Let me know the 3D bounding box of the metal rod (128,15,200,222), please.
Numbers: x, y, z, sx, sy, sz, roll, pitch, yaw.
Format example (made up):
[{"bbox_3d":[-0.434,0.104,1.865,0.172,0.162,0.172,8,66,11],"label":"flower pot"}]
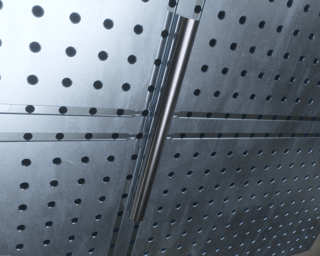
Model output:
[{"bbox_3d":[-0.001,0.005,0.415,0.025,0.025,0.298,0,118,-29],"label":"metal rod"}]
